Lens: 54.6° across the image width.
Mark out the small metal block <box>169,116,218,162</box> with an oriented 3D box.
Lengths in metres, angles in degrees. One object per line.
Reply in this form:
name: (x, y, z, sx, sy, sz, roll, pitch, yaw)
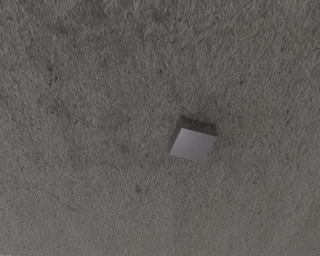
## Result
small metal block: (0.044, 0.016, 0.421, 0.050, 0.025, 0.050, 14, 129, -12)
